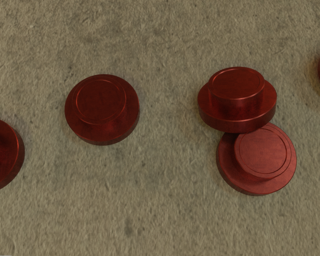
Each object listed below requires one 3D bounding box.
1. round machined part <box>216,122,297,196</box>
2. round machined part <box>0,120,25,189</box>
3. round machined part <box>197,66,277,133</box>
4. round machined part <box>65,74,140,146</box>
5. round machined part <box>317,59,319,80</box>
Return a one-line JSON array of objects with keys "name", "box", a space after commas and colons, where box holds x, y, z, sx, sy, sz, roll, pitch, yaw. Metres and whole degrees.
[{"name": "round machined part", "box": [0.123, 0.034, 0.388, 0.099, 0.042, 0.098, 0, 70, -1]}, {"name": "round machined part", "box": [-0.227, 0.031, 0.385, 0.099, 0.042, 0.098, 0, 70, -1]}, {"name": "round machined part", "box": [0.097, -0.042, 0.394, 0.099, 0.042, 0.098, -7, 43, 7]}, {"name": "round machined part", "box": [-0.077, -0.029, 0.409, 0.099, 0.042, 0.098, 0, 70, -1]}, {"name": "round machined part", "box": [0.268, -0.074, 0.430, 0.099, 0.042, 0.098, 0, 70, -1]}]
